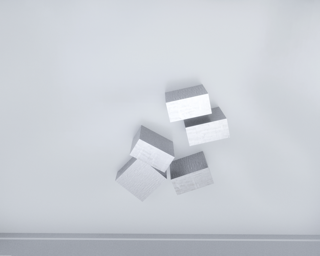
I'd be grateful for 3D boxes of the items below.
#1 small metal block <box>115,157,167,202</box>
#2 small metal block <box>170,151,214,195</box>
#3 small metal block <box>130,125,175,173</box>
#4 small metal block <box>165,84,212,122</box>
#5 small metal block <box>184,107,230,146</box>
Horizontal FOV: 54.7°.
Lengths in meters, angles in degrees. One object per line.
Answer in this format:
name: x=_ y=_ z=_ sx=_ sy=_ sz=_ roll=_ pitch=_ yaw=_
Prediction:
small metal block: x=-0.026 y=0.067 z=0.436 sx=0.050 sy=0.025 sz=0.050 roll=41 pitch=105 yaw=-14
small metal block: x=0.042 y=0.060 z=0.421 sx=0.050 sy=0.050 sz=0.025 roll=-19 pitch=109 yaw=6
small metal block: x=-0.010 y=0.026 z=0.408 sx=0.050 sy=0.050 sz=0.025 roll=28 pitch=108 yaw=-10
small metal block: x=0.034 y=-0.032 z=0.387 sx=0.050 sy=0.050 sz=0.025 roll=-12 pitch=110 yaw=4
small metal block: x=0.058 y=-0.003 z=0.398 sx=0.050 sy=0.050 sz=0.025 roll=-13 pitch=110 yaw=4
